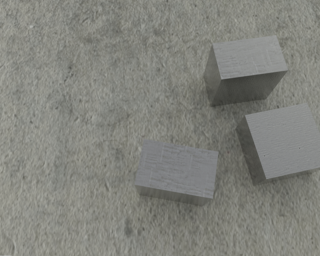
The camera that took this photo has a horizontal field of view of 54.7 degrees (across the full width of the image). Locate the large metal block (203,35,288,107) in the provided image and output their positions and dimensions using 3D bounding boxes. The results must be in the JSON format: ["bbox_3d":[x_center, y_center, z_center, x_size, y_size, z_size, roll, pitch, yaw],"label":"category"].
[{"bbox_3d":[0.107,-0.072,0.406,0.081,0.080,0.050,-8,71,-3],"label":"large metal block"}]

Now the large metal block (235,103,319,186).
[{"bbox_3d":[0.151,0.022,0.389,0.081,0.050,0.080,-11,71,-5],"label":"large metal block"}]

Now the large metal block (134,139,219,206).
[{"bbox_3d":[0.018,0.055,0.359,0.080,0.080,0.050,10,71,3],"label":"large metal block"}]
